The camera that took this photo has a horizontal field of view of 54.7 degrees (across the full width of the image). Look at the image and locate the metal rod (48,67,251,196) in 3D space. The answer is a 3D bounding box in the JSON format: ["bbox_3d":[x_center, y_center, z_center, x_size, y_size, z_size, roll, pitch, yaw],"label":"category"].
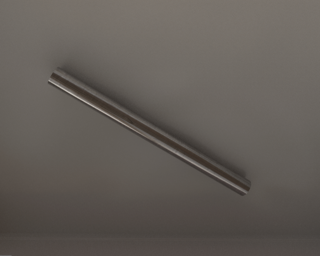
[{"bbox_3d":[-0.005,0.010,0.413,0.301,0.025,0.025,31,107,-11],"label":"metal rod"}]
